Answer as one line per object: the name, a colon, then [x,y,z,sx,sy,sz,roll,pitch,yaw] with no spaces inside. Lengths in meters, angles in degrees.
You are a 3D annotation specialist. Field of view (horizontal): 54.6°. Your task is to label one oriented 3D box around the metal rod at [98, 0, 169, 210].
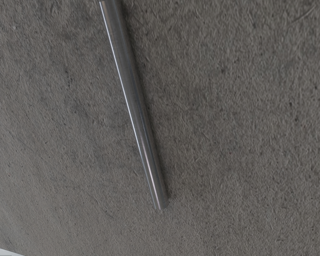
metal rod: [-0.028,-0.013,0.413,0.025,0.025,0.298,2,119,27]
